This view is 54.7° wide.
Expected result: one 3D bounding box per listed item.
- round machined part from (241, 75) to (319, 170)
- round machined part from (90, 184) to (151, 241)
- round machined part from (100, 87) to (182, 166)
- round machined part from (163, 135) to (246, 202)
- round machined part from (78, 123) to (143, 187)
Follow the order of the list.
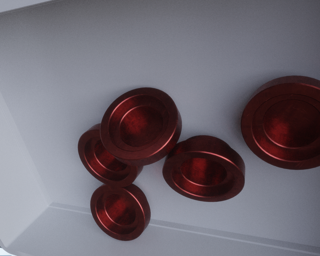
[{"bbox_3d":[0.137,-0.008,0.320,0.098,0.042,0.097,13,124,20],"label":"round machined part"},{"bbox_3d":[-0.059,0.126,0.496,0.098,0.042,0.097,7,109,22],"label":"round machined part"},{"bbox_3d":[-0.020,0.002,0.384,0.098,0.098,0.042,9,156,23],"label":"round machined part"},{"bbox_3d":[0.056,0.047,0.385,0.098,0.042,0.097,9,135,9],"label":"round machined part"},{"bbox_3d":[-0.067,0.035,0.453,0.098,0.042,0.097,13,124,20],"label":"round machined part"}]
